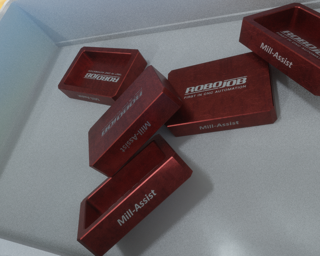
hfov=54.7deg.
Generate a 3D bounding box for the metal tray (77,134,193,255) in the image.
[{"bbox_3d":[-0.032,0.069,0.348,0.130,0.030,0.090,-42,17,-1],"label":"metal tray"}]

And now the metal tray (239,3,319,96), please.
[{"bbox_3d":[0.165,-0.095,0.349,0.091,0.030,0.130,-21,48,-19],"label":"metal tray"}]

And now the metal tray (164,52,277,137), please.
[{"bbox_3d":[0.073,-0.042,0.390,0.130,0.030,0.090,-9,58,23],"label":"metal tray"}]

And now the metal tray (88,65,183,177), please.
[{"bbox_3d":[-0.037,-0.011,0.393,0.130,0.030,0.090,-45,29,12],"label":"metal tray"}]

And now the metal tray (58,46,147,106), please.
[{"bbox_3d":[-0.095,-0.087,0.505,0.130,0.030,0.090,12,68,33],"label":"metal tray"}]
